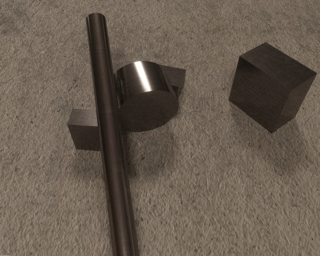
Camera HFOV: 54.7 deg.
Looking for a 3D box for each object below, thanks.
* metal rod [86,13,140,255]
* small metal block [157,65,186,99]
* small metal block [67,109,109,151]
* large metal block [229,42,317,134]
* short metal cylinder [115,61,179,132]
[{"bbox_3d":[-0.055,0.001,0.340,0.025,0.025,0.299,-8,70,-7],"label":"metal rod"},{"bbox_3d":[0.007,-0.068,0.455,0.050,0.025,0.050,13,41,10],"label":"small metal block"},{"bbox_3d":[-0.081,0.004,0.383,0.050,0.050,0.025,4,51,3],"label":"small metal block"},{"bbox_3d":[0.146,-0.054,0.415,0.050,0.080,0.080,-30,57,-23],"label":"large metal block"},{"bbox_3d":[-0.022,-0.039,0.397,0.081,0.080,0.050,-13,57,-11],"label":"short metal cylinder"}]
